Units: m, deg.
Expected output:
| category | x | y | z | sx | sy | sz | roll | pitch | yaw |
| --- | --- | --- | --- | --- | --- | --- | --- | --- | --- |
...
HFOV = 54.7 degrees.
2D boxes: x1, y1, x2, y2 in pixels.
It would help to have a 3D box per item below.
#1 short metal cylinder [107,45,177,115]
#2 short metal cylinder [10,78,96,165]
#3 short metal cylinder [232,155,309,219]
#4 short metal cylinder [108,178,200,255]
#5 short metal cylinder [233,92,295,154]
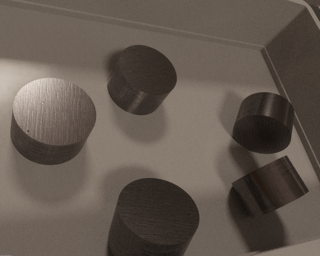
| category | x | y | z | sx | sy | sz | roll | pitch | yaw |
| --- | --- | --- | --- | --- | --- | --- | --- | --- | --- |
| short metal cylinder | -0.025 | -0.064 | 0.417 | 0.081 | 0.050 | 0.080 | 14 | 56 | -21 |
| short metal cylinder | -0.115 | -0.007 | 0.332 | 0.081 | 0.050 | 0.080 | 14 | 56 | -21 |
| short metal cylinder | 0.141 | 0.076 | 0.402 | 0.081 | 0.080 | 0.050 | -15 | 70 | -34 |
| short metal cylinder | -0.007 | 0.096 | 0.309 | 0.081 | 0.050 | 0.080 | 13 | 33 | -8 |
| short metal cylinder | 0.154 | -0.007 | 0.460 | 0.080 | 0.080 | 0.050 | 33 | 51 | -7 |
